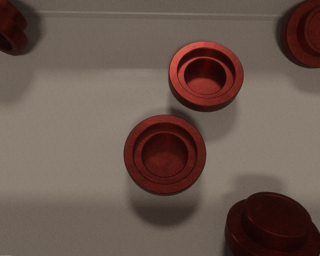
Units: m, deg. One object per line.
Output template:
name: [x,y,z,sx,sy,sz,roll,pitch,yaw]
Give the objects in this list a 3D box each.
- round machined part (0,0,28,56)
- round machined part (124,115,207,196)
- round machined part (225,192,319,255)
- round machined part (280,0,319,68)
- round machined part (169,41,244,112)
round machined part: [-0.224,-0.147,0.422,0.098,0.098,0.042,25,72,8]
round machined part: [0.006,0.036,0.388,0.099,0.042,0.098,0,70,-1]
round machined part: [0.122,0.106,0.335,0.099,0.042,0.098,3,27,-1]
round machined part: [0.225,-0.134,0.432,0.099,0.042,0.097,0,97,0]
round machined part: [0.061,-0.066,0.426,0.099,0.042,0.098,0,70,-1]
